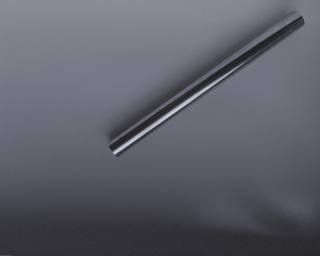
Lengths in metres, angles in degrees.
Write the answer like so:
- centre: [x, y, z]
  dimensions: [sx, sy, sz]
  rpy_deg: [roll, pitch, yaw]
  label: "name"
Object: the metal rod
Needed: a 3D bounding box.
- centre: [0.060, -0.058, 0.411]
  dimensions: [0.301, 0.025, 0.025]
  rpy_deg: [-35, 90, 0]
  label: "metal rod"
